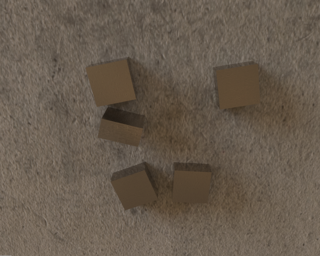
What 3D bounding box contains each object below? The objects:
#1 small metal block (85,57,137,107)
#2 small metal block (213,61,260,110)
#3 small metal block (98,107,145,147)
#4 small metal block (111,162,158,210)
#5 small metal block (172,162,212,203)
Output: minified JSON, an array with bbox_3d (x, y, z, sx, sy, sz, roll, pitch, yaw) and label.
[{"bbox_3d":[-0.059,-0.058,0.388,0.050,0.025,0.050,-11,110,3],"label":"small metal block"},{"bbox_3d":[0.096,-0.054,0.391,0.050,0.025,0.050,-9,110,3],"label":"small metal block"},{"bbox_3d":[-0.048,-0.003,0.395,0.050,0.050,0.025,14,110,-6],"label":"small metal block"},{"bbox_3d":[-0.035,0.083,0.440,0.050,0.025,0.050,-20,109,7],"label":"small metal block"},{"bbox_3d":[0.043,0.078,0.439,0.050,0.025,0.050,3,110,-2],"label":"small metal block"}]
